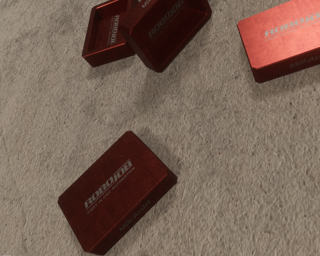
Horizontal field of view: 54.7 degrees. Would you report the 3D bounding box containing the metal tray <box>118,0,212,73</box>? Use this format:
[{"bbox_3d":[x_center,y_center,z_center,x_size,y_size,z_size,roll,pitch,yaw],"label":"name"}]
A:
[{"bbox_3d":[0.012,-0.157,0.449,0.130,0.090,0.030,-50,49,-7],"label":"metal tray"}]

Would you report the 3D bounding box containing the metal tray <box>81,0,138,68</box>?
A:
[{"bbox_3d":[-0.084,-0.176,0.550,0.090,0.030,0.130,-11,57,21],"label":"metal tray"}]

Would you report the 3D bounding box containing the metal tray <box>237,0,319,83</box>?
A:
[{"bbox_3d":[0.171,-0.117,0.383,0.130,0.030,0.090,-17,55,17],"label":"metal tray"}]

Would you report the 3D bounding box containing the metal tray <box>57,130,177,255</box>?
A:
[{"bbox_3d":[-0.054,0.076,0.381,0.130,0.030,0.090,-45,51,-3],"label":"metal tray"}]
